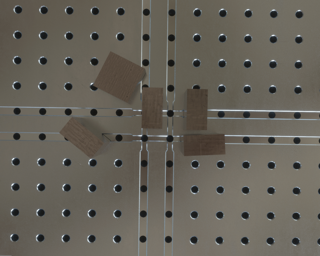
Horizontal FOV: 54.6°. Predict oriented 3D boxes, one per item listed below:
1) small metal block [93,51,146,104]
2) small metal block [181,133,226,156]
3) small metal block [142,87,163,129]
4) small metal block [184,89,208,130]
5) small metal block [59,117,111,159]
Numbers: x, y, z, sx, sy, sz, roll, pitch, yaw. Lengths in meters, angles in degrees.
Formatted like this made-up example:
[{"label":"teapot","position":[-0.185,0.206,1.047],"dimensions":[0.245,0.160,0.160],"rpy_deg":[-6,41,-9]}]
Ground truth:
[{"label":"small metal block","position":[-0.053,-0.066,0.413],"dimensions":[0.050,0.025,0.050],"rpy_deg":[27,90,0]},{"label":"small metal block","position":[0.054,0.021,0.401],"dimensions":[0.050,0.050,0.025],"rpy_deg":[-2,90,0]},{"label":"small metal block","position":[-0.009,-0.024,0.401],"dimensions":[0.025,0.050,0.050],"rpy_deg":[1,90,0]},{"label":"small metal block","position":[0.045,-0.023,0.401],"dimensions":[0.025,0.050,0.050],"rpy_deg":[1,90,0]},{"label":"small metal block","position":[-0.095,0.012,0.400],"dimensions":[0.050,0.050,0.025],"rpy_deg":[39,90,0]}]
